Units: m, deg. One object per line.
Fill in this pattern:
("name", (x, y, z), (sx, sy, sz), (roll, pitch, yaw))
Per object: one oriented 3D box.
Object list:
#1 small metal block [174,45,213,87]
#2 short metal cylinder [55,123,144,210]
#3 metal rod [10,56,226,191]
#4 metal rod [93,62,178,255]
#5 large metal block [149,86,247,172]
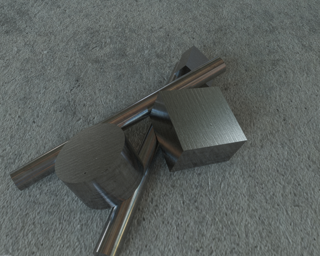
("small metal block", (0.054, -0.086, 0.461), (0.050, 0.025, 0.050), (38, 49, -20))
("short metal cylinder", (-0.064, 0.041, 0.337), (0.080, 0.050, 0.080), (-15, 41, 14))
("metal rod", (-0.040, -0.014, 0.393), (0.302, 0.025, 0.025), (-31, 57, -16))
("metal rod", (-0.009, 0.015, 0.391), (0.025, 0.025, 0.300), (14, 51, 11))
("large metal block", (0.042, 0.000, 0.370), (0.081, 0.050, 0.080), (-8, 59, -23))
